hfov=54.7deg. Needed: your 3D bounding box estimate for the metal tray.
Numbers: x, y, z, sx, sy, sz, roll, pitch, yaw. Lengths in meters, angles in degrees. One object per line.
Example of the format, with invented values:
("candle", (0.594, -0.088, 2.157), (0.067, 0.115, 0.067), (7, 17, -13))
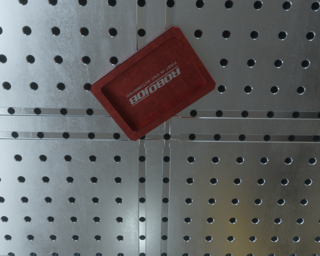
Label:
("metal tray", (-0.008, -0.054, 0.390), (0.130, 0.030, 0.090), (-34, 107, 11))
